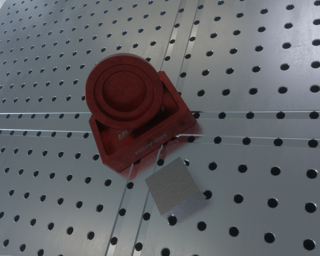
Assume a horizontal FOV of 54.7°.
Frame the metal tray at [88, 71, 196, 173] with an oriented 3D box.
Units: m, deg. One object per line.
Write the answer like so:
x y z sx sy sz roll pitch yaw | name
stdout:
-0.028 -0.010 0.425 0.130 0.030 0.090 -33 52 6 | metal tray

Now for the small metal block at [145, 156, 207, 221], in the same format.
0.017 0.070 0.356 0.050 0.025 0.050 -34 51 5 | small metal block

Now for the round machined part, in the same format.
-0.047 -0.050 0.409 0.098 0.098 0.042 -33 22 6 | round machined part
